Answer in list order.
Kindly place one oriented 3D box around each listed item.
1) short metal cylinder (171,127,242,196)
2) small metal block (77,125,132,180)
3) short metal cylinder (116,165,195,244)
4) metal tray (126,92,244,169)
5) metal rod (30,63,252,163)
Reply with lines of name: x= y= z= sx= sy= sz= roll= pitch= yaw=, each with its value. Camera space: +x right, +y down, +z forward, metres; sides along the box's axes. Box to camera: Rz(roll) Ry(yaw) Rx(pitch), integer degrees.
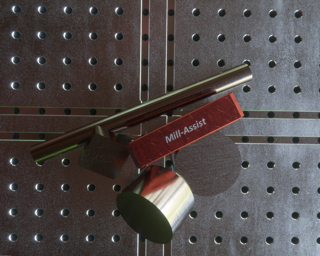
short metal cylinder: x=0.056 y=0.040 z=0.393 sx=0.081 sy=0.050 sz=0.079 roll=-1 pitch=99 yaw=-4
small metal block: x=-0.070 y=0.032 z=0.396 sx=0.050 sy=0.025 sz=0.050 roll=26 pitch=106 yaw=-19
short metal cylinder: x=-0.006 y=0.092 z=0.375 sx=0.080 sy=0.080 sz=0.050 roll=47 pitch=49 yaw=0
metal tray: x=0.027 y=0.002 z=0.377 sx=0.131 sy=0.090 sz=0.030 roll=-26 pitch=90 yaw=0
metal rod: x=-0.024 y=-0.020 z=0.409 sx=0.301 sy=0.025 sz=0.025 roll=-21 pitch=90 yaw=0
